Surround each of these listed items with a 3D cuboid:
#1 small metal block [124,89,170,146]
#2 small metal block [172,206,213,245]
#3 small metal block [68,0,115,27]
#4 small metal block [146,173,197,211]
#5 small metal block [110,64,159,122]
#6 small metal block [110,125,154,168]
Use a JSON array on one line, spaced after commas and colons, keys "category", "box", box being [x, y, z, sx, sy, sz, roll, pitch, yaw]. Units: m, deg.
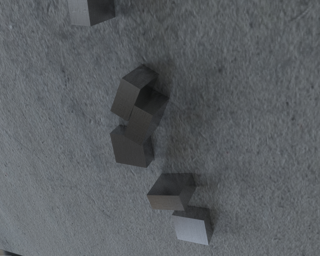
[{"category": "small metal block", "box": [-0.016, -0.014, 0.389, 0.025, 0.050, 0.050, 29, 128, 9]}, {"category": "small metal block", "box": [0.050, 0.146, 0.470, 0.050, 0.025, 0.050, 1, 119, 27]}, {"category": "small metal block", "box": [-0.075, -0.144, 0.340, 0.025, 0.050, 0.050, 12, 124, 21]}, {"category": "small metal block", "box": [0.017, 0.088, 0.435, 0.050, 0.050, 0.025, -6, 115, 31]}, {"category": "small metal block", "box": [-0.031, -0.044, 0.378, 0.025, 0.050, 0.050, 32, 128, 7]}, {"category": "small metal block", "box": [-0.039, 0.026, 0.442, 0.050, 0.025, 0.050, 7, 122, 24]}]
